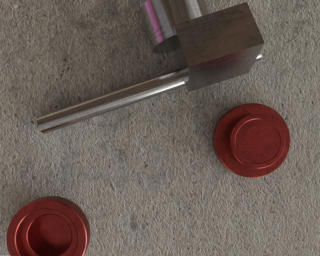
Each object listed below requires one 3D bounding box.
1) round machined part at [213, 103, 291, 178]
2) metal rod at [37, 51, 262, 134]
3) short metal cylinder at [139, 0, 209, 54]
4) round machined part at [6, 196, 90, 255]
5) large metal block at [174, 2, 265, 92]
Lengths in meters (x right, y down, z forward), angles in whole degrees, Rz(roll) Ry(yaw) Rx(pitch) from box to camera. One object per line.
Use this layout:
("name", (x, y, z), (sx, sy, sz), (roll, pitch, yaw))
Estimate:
("round machined part", (0.121, 0.016, 0.402), (0.099, 0.042, 0.097), (0, 90, 0))
("metal rod", (-0.014, -0.053, 0.409), (0.302, 0.025, 0.025), (-19, 90, 0))
("short metal cylinder", (0.020, -0.132, 0.382), (0.080, 0.080, 0.050), (-19, 90, 0))
("round machined part", (-0.139, 0.136, 0.400), (0.099, 0.042, 0.097), (0, 90, 0))
("large metal block", (0.063, -0.089, 0.358), (0.080, 0.080, 0.050), (-18, 77, 0))
